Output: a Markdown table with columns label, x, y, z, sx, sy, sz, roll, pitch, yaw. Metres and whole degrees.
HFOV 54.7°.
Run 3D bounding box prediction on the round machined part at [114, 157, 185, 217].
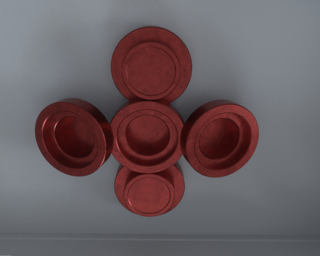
| label | x | y | z | sx | sy | sz | roll | pitch | yaw |
| --- | --- | --- | --- | --- | --- | --- | --- | --- | --- |
| round machined part | -0.015 | 0.083 | 0.431 | 0.099 | 0.042 | 0.097 | 0 | 110 | 0 |

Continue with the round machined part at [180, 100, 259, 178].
| label | x | y | z | sx | sy | sz | roll | pitch | yaw |
| --- | --- | --- | --- | --- | --- | --- | --- | --- | --- |
| round machined part | 0.072 | 0.011 | 0.396 | 0.099 | 0.042 | 0.097 | -6 | 111 | -16 |

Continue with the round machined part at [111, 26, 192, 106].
| label | x | y | z | sx | sy | sz | roll | pitch | yaw |
| --- | --- | --- | --- | --- | --- | --- | --- | --- | --- |
| round machined part | -0.010 | -0.071 | 0.374 | 0.099 | 0.042 | 0.097 | 0 | 110 | 0 |

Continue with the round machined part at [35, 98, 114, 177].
| label | x | y | z | sx | sy | sz | roll | pitch | yaw |
| --- | --- | --- | --- | --- | --- | --- | --- | --- | --- |
| round machined part | -0.104 | 0.009 | 0.394 | 0.098 | 0.042 | 0.097 | 6 | 111 | 16 |

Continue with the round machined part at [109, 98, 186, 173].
| label | x | y | z | sx | sy | sz | roll | pitch | yaw |
| --- | --- | --- | --- | --- | --- | --- | --- | --- | --- |
| round machined part | -0.016 | 0.006 | 0.402 | 0.099 | 0.042 | 0.097 | 0 | 110 | 0 |
